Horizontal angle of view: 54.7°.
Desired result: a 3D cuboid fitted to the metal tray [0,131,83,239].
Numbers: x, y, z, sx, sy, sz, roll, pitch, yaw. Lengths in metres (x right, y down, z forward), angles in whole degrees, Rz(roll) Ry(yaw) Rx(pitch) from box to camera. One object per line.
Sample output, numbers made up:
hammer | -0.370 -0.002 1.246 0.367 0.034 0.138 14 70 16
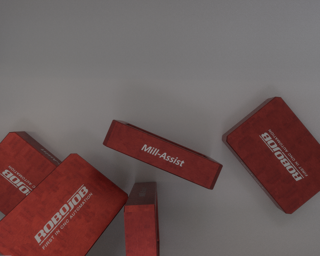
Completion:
metal tray | -0.167 0.077 0.408 0.130 0.030 0.090 40 90 0

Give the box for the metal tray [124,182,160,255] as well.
metal tray | -0.017 0.119 0.359 0.030 0.130 0.089 -3 90 0

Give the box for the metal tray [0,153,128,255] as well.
metal tray | -0.109 0.102 0.350 0.090 0.030 0.131 39 52 2

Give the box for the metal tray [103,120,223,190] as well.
metal tray | 0.003 0.029 0.378 0.131 0.090 0.030 23 90 0

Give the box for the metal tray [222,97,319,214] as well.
metal tray | 0.158 0.035 0.410 0.090 0.030 0.130 -39 90 0
